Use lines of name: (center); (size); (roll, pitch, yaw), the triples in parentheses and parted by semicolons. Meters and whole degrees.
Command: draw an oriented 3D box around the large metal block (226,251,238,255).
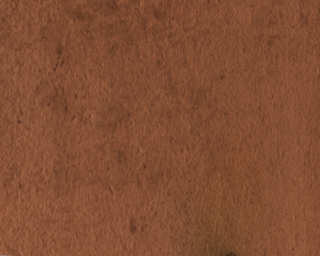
large metal block: (0.100, 0.239, 0.435); (0.080, 0.050, 0.080); (-30, 100, -18)
